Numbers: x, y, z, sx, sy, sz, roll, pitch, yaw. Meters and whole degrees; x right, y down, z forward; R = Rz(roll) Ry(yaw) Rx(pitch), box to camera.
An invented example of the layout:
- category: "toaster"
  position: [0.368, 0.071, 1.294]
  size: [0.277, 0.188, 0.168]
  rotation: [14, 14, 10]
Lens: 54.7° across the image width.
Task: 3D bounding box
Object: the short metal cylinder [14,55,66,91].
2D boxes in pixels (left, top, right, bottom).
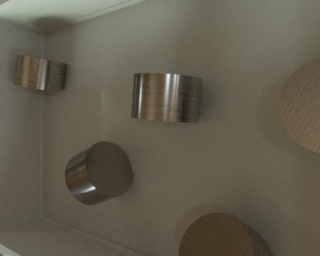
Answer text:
- category: "short metal cylinder"
  position: [-0.211, -0.096, 0.546]
  size: [0.080, 0.081, 0.050]
  rotation: [16, 101, 39]

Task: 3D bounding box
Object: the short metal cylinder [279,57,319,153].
- category: "short metal cylinder"
  position: [0.151, -0.019, 0.265]
  size: [0.080, 0.050, 0.080]
  rotation: [0, 90, 40]

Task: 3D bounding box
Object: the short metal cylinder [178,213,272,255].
- category: "short metal cylinder"
  position: [0.066, 0.133, 0.315]
  size: [0.080, 0.050, 0.080]
  rotation: [-24, 46, 28]

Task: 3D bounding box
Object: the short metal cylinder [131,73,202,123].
- category: "short metal cylinder"
  position: [0.008, -0.035, 0.365]
  size: [0.080, 0.081, 0.050]
  rotation: [7, 95, 40]

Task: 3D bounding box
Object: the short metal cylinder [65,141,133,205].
- category: "short metal cylinder"
  position: [-0.086, 0.065, 0.443]
  size: [0.050, 0.081, 0.080]
  rotation: [-28, 73, 37]
